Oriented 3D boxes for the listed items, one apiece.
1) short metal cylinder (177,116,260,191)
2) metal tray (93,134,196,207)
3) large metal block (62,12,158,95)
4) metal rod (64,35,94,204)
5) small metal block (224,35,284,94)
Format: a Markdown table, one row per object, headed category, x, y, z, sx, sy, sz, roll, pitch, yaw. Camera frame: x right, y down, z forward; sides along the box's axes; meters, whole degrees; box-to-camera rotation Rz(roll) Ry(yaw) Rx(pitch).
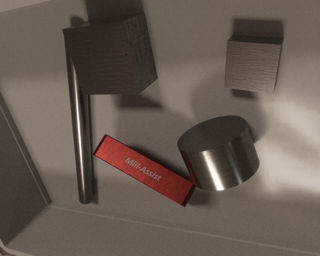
| category | x | y | z | sx | sy | sz | roll | pitch | yaw |
| --- | --- | --- | --- | --- | --- | --- | --- | --- | --- |
| short metal cylinder | 0.066 | 0.027 | 0.354 | 0.080 | 0.080 | 0.050 | -11 | 113 | 32 |
| metal tray | -0.017 | 0.059 | 0.415 | 0.130 | 0.030 | 0.090 | 28 | 170 | 10 |
| large metal block | -0.056 | -0.086 | 0.367 | 0.080 | 0.050 | 0.079 | 2 | 120 | 26 |
| metal rod | -0.120 | 0.004 | 0.471 | 0.025 | 0.025 | 0.298 | 18 | 125 | 18 |
| small metal block | 0.095 | -0.066 | 0.317 | 0.050 | 0.025 | 0.050 | 11 | 123 | 22 |
